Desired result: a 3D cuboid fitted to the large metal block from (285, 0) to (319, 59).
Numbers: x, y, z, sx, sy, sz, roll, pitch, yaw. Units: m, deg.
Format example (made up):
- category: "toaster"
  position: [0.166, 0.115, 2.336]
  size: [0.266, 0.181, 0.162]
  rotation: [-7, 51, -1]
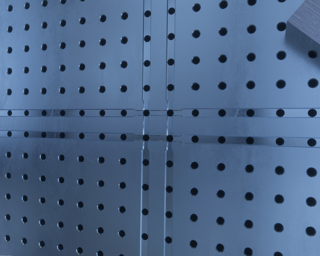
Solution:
- category: "large metal block"
  position: [0.196, -0.116, 0.330]
  size: [0.080, 0.050, 0.080]
  rotation: [44, 103, 14]
